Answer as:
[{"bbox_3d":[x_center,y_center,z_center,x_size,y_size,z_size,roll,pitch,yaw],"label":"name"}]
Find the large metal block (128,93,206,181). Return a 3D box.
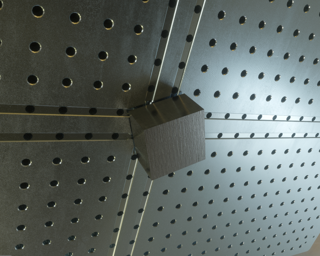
[{"bbox_3d":[0.011,0.011,0.406,0.081,0.050,0.079,-19,126,-18],"label":"large metal block"}]
